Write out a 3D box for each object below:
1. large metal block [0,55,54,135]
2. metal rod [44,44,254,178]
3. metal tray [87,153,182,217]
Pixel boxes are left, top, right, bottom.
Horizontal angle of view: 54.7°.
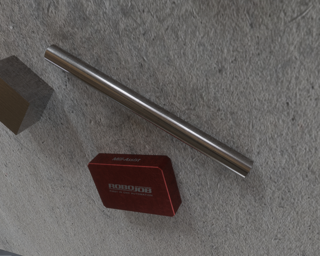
[{"bbox_3d":[-0.222,-0.050,0.474,0.080,0.050,0.080,42,129,-1],"label":"large metal block"},{"bbox_3d":[-0.020,-0.025,0.399,0.301,0.025,0.025,31,128,7],"label":"metal rod"},{"bbox_3d":[-0.039,0.086,0.476,0.130,0.030,0.089,-1,118,28],"label":"metal tray"}]
